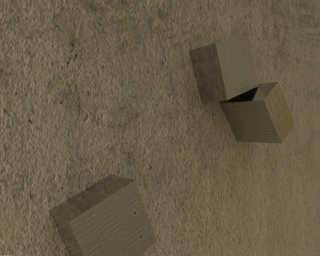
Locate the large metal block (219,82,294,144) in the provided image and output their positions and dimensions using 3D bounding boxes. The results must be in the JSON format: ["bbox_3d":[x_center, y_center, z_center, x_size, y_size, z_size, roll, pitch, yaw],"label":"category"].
[{"bbox_3d":[0.156,-0.023,0.499,0.050,0.080,0.080,-45,117,-31],"label":"large metal block"}]

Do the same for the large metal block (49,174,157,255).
[{"bbox_3d":[-0.060,0.108,0.338,0.081,0.050,0.080,-28,108,-36],"label":"large metal block"}]

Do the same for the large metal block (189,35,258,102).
[{"bbox_3d":[0.098,-0.090,0.470,0.081,0.050,0.080,-24,106,-37],"label":"large metal block"}]
